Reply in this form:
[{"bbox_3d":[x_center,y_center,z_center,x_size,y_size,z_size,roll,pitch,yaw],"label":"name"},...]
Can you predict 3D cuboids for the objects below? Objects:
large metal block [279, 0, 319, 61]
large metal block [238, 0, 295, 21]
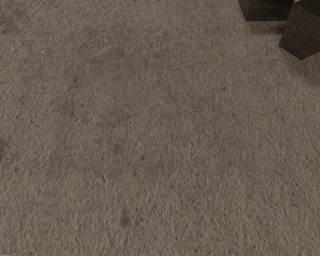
[{"bbox_3d":[0.256,-0.171,0.514,0.081,0.080,0.050,-27,55,-21],"label":"large metal block"},{"bbox_3d":[0.204,-0.252,0.601,0.081,0.050,0.080,-1,50,-1],"label":"large metal block"}]
